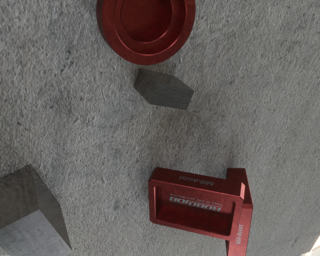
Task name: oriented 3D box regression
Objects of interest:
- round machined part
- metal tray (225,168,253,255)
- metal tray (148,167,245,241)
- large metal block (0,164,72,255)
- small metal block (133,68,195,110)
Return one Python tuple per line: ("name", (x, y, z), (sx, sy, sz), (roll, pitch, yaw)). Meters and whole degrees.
("round machined part", (-0.017, -0.117, 0.315), (0.099, 0.042, 0.097), (-14, 125, -21))
("metal tray", (0.129, 0.143, 0.524), (0.030, 0.090, 0.129), (0, 123, 6))
("metal tray", (0.050, 0.110, 0.450), (0.131, 0.030, 0.089), (9, 123, 14))
("large metal block", (-0.148, 0.102, 0.354), (0.050, 0.080, 0.080), (-27, 128, -12))
("small metal block", (0.004, -0.046, 0.366), (0.050, 0.050, 0.025), (7, 115, -32))
